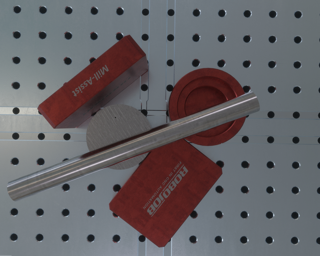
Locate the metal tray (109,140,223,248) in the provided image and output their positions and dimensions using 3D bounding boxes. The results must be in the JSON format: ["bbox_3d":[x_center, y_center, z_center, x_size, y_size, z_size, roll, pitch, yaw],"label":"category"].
[{"bbox_3d":[0.007,0.078,0.411,0.090,0.030,0.130,38,90,0],"label":"metal tray"}]

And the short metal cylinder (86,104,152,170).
[{"bbox_3d":[-0.049,0.011,0.400,0.081,0.050,0.079,0,90,0],"label":"short metal cylinder"}]

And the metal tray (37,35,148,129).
[{"bbox_3d":[-0.075,-0.051,0.380,0.130,0.090,0.030,-39,90,0],"label":"metal tray"}]

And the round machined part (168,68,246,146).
[{"bbox_3d":[0.060,-0.026,0.405,0.099,0.042,0.097,0,90,0],"label":"round machined part"}]

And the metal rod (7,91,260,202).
[{"bbox_3d":[-0.030,0.021,0.363,0.301,0.025,0.025,-20,90,0],"label":"metal rod"}]
